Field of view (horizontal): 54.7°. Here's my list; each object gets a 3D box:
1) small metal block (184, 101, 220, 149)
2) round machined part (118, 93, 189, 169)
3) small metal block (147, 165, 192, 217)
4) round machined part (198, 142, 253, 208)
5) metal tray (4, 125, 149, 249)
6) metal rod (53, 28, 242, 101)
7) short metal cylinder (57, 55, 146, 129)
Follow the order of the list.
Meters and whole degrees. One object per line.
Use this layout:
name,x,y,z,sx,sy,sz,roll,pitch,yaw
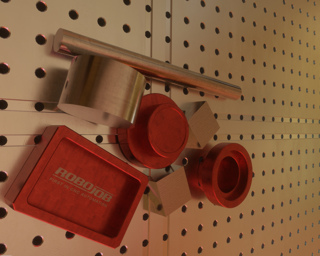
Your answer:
small metal block,0.056,-0.005,0.456,0.050,0.025,0.050,-46,118,-30
round machined part,-0.001,0.004,0.396,0.099,0.042,0.097,3,85,-40
small metal block,0.012,0.083,0.419,0.050,0.025,0.050,-25,106,-37
round machined part,0.097,0.071,0.480,0.099,0.042,0.097,0,90,-40
metal tray,-0.082,0.066,0.337,0.130,0.030,0.090,38,67,-33
metal rod,0.010,-0.074,0.416,0.302,0.025,0.025,8,85,-40
short metal cylinder,-0.059,-0.035,0.323,0.080,0.080,0.050,22,76,-38
